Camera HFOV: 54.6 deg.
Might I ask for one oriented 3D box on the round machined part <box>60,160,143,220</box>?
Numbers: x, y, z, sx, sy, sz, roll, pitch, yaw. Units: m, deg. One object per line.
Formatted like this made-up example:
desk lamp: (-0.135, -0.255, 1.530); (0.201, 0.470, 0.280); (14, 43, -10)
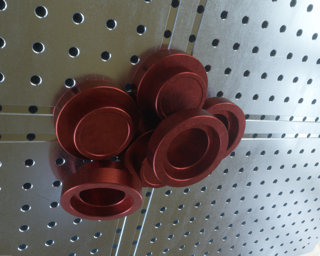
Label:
round machined part: (-0.072, 0.076, 0.390); (0.099, 0.042, 0.098); (-4, 140, -3)

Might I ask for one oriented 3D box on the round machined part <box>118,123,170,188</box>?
round machined part: (-0.004, 0.043, 0.423); (0.099, 0.042, 0.097); (-14, 124, -21)

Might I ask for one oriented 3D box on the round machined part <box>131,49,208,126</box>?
round machined part: (0.018, -0.043, 0.382); (0.099, 0.042, 0.097); (-14, 124, -21)

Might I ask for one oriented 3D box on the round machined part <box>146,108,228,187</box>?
round machined part: (0.029, 0.020, 0.372); (0.099, 0.042, 0.097); (-14, 124, -21)

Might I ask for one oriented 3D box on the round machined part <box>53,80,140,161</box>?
round machined part: (-0.069, -0.002, 0.360); (0.099, 0.042, 0.097); (-14, 124, -21)

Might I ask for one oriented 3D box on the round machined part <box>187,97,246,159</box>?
round machined part: (0.067, 0.000, 0.436); (0.099, 0.042, 0.097); (-14, 124, -21)
